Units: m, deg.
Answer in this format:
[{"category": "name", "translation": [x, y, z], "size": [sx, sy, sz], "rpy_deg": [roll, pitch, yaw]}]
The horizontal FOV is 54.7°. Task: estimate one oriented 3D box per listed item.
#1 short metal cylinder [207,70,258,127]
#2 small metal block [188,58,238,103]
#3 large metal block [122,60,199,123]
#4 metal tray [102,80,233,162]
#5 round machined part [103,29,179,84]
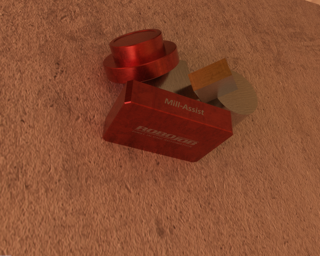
[{"category": "short metal cylinder", "translation": [0.099, -0.042, 0.469], "size": [0.081, 0.050, 0.080], "rpy_deg": [14, 56, -21]}, {"category": "small metal block", "translation": [0.070, -0.060, 0.405], "size": [0.050, 0.050, 0.025], "rpy_deg": [33, 37, -64]}, {"category": "large metal block", "translation": [0.000, -0.047, 0.419], "size": [0.081, 0.050, 0.080], "rpy_deg": [-2, 63, -29]}, {"category": "metal tray", "translation": [0.008, -0.002, 0.368], "size": [0.131, 0.090, 0.030], "rpy_deg": [16, 56, -20]}, {"category": "round machined part", "translation": [-0.027, -0.098, 0.402], "size": [0.099, 0.098, 0.042], "rpy_deg": [-42, 131, -39]}]
